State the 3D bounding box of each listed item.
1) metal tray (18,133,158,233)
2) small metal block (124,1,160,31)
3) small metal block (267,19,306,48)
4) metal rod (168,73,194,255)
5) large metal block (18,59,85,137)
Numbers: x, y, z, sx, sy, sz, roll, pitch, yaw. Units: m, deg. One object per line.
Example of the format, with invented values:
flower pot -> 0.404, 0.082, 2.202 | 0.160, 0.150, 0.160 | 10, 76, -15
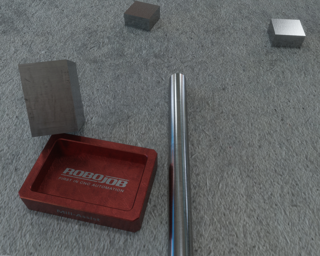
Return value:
metal tray -> -0.075, 0.057, 0.350 | 0.131, 0.030, 0.090 | 10, 51, 8
small metal block -> -0.033, -0.210, 0.580 | 0.050, 0.025, 0.050 | 18, 52, 14
small metal block -> 0.222, -0.168, 0.547 | 0.050, 0.025, 0.050 | 4, 50, 2
metal rod -> 0.023, 0.042, 0.367 | 0.025, 0.025, 0.300 | 1, 50, 1
large metal block -> -0.127, -0.038, 0.377 | 0.050, 0.079, 0.080 | -8, 10, -7
